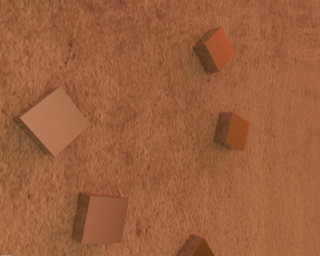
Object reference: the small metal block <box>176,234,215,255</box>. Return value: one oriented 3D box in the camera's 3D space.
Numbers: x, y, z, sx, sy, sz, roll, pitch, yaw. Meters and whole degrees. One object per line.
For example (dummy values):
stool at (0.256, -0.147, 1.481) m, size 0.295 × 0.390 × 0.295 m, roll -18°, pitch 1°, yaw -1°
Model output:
small metal block at (0.051, 0.194, 0.451) m, size 0.050 × 0.025 × 0.050 m, roll -44°, pitch 117°, yaw -31°

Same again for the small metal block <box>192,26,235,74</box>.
small metal block at (0.084, -0.119, 0.477) m, size 0.050 × 0.025 × 0.050 m, roll -49°, pitch 119°, yaw -29°

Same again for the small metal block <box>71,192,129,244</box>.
small metal block at (-0.067, 0.102, 0.350) m, size 0.050 × 0.025 × 0.050 m, roll 16°, pitch 80°, yaw -39°

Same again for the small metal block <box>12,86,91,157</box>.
small metal block at (-0.109, -0.007, 0.315) m, size 0.050 × 0.025 × 0.050 m, roll -48°, pitch 119°, yaw -29°

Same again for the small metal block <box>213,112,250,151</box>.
small metal block at (0.118, 0.006, 0.506) m, size 0.050 × 0.025 × 0.050 m, roll 24°, pitch 75°, yaw -38°
